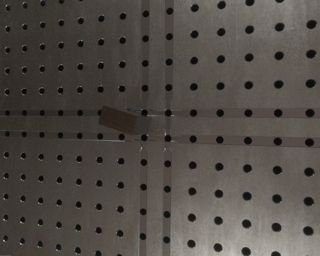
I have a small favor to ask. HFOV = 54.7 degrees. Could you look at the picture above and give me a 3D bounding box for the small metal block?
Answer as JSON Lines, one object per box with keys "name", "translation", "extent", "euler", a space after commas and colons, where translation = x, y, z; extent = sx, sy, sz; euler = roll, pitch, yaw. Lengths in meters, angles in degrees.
{"name": "small metal block", "translation": [-0.045, -0.010, 0.414], "extent": [0.050, 0.050, 0.025], "euler": [18, 96, 19]}
